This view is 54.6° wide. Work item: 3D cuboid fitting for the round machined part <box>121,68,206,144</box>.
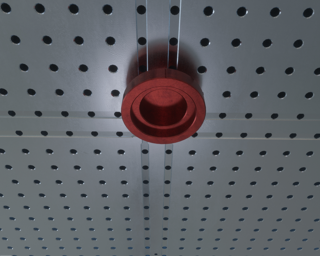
[{"bbox_3d":[0.004,-0.030,0.375,0.099,0.042,0.097,0,130,0],"label":"round machined part"}]
